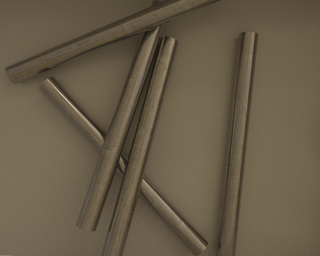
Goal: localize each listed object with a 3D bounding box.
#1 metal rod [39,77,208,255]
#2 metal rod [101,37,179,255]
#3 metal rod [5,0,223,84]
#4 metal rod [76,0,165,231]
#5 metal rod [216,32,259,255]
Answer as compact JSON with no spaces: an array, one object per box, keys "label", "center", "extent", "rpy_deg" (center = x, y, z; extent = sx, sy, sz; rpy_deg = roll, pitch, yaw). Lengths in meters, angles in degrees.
[{"label":"metal rod","center":[-0.048,0.051,0.410],"extent":[0.025,0.025,0.300],"rpy_deg":[-43,91,0]},{"label":"metal rod","center":[-0.025,0.027,0.390],"extent":[0.025,0.025,0.299],"rpy_deg":[15,82,-1]},{"label":"metal rod","center":[-0.055,-0.120,0.388],"extent":[0.301,0.025,0.025],"rpy_deg":[-20,90,8]},{"label":"metal rod","center":[-0.044,-0.021,0.392],"extent":[0.025,0.025,0.299],"rpy_deg":[18,82,-1]},{"label":"metal rod","center":[0.103,0.024,0.412],"extent":[0.025,0.025,0.298],"rpy_deg":[6,90,-1]}]
